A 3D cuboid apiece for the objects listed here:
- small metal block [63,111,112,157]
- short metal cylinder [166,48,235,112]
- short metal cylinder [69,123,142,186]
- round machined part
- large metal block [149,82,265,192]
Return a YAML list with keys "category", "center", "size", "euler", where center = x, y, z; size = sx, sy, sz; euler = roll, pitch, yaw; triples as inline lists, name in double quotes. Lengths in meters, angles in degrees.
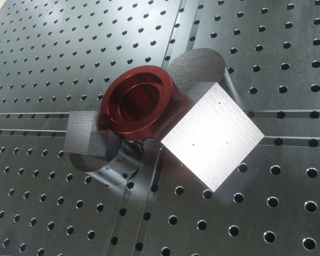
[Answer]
- category: "small metal block"
  center: [-0.087, 0.007, 0.370]
  size: [0.050, 0.025, 0.050]
  euler: [2, 81, 42]
- category: "short metal cylinder"
  center: [0.051, -0.056, 0.399]
  size: [0.080, 0.050, 0.080]
  euler: [-13, 56, 21]
- category: "short metal cylinder"
  center: [-0.071, 0.030, 0.411]
  size: [0.080, 0.050, 0.080]
  euler: [-13, 56, 21]
- category: "round machined part"
  center: [-0.022, -0.027, 0.387]
  size: [0.098, 0.042, 0.098]
  euler: [-13, 56, 21]
- category: "large metal block"
  center: [0.049, 0.007, 0.334]
  size: [0.080, 0.080, 0.050]
  euler: [-47, 17, -5]
